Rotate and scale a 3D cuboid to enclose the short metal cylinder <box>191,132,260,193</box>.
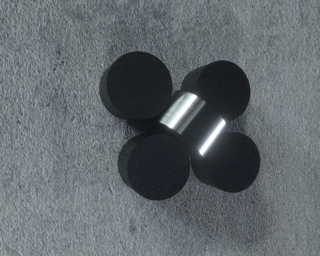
[{"bbox_3d":[0.090,0.045,0.431,0.081,0.050,0.079,0,90,-21],"label":"short metal cylinder"}]

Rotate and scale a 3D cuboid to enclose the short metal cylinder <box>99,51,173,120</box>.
[{"bbox_3d":[-0.031,-0.050,0.385,0.081,0.050,0.079,0,90,-21],"label":"short metal cylinder"}]

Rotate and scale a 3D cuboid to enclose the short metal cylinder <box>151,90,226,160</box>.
[{"bbox_3d":[0.036,-0.003,0.396,0.080,0.080,0.050,41,77,-16],"label":"short metal cylinder"}]

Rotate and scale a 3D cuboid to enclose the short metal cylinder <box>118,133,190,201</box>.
[{"bbox_3d":[-0.009,0.047,0.394,0.081,0.050,0.079,0,90,-21],"label":"short metal cylinder"}]

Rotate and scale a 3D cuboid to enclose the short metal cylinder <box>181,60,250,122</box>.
[{"bbox_3d":[0.075,-0.048,0.424,0.081,0.050,0.079,0,90,-21],"label":"short metal cylinder"}]
